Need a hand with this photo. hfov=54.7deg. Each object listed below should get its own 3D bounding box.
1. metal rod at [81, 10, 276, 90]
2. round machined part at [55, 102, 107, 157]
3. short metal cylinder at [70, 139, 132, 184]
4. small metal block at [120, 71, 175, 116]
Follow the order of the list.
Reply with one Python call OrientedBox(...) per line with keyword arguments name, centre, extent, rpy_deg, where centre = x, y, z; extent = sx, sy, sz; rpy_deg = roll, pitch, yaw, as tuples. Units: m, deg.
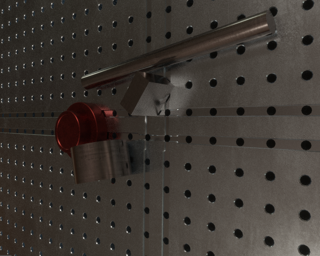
OrientedBox(name="metal rod", centre=(-0.002, -0.091, 0.409), extent=(0.300, 0.025, 0.025), rpy_deg=(-8, 85, 39))
OrientedBox(name="round machined part", centre=(-0.135, 0.006, 0.507), extent=(0.098, 0.042, 0.097), rpy_deg=(0, 90, 39))
OrientedBox(name="short metal cylinder", centre=(-0.083, 0.048, 0.439), extent=(0.080, 0.081, 0.050), rpy_deg=(-15, 81, 38))
OrientedBox(name="small metal block", centre=(-0.016, -0.043, 0.405), extent=(0.025, 0.050, 0.050), rpy_deg=(45, 117, 30))
